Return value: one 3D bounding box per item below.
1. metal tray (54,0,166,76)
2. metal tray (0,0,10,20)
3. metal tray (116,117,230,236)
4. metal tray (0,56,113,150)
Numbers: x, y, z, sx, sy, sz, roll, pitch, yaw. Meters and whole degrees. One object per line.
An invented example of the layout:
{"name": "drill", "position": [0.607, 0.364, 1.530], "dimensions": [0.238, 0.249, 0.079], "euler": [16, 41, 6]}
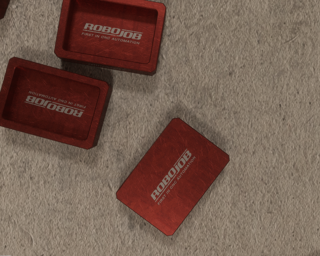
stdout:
{"name": "metal tray", "position": [-0.063, -0.124, 0.406], "dimensions": [0.131, 0.030, 0.089], "euler": [10, 90, -1]}
{"name": "metal tray", "position": [-0.234, -0.219, 0.404], "dimensions": [0.090, 0.030, 0.129], "euler": [20, 90, -1]}
{"name": "metal tray", "position": [0.016, 0.062, 0.408], "dimensions": [0.090, 0.030, 0.130], "euler": [37, 90, -1]}
{"name": "metal tray", "position": [-0.138, -0.031, 0.405], "dimensions": [0.131, 0.030, 0.090], "euler": [15, 90, -1]}
